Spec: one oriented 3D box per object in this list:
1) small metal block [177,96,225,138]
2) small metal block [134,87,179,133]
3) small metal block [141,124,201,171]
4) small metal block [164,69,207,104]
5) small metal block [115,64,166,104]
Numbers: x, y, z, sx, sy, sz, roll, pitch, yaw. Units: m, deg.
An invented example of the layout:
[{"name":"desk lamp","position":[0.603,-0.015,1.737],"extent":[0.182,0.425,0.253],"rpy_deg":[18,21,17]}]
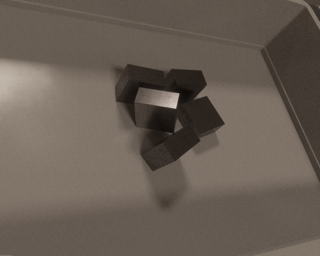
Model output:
[{"name":"small metal block","position":[0.057,-0.014,0.447],"extent":[0.050,0.025,0.050],"rpy_deg":[-20,72,-36]},{"name":"small metal block","position":[-0.004,-0.022,0.392],"extent":[0.050,0.050,0.025],"rpy_deg":[10,54,6]},{"name":"small metal block","position":[0.013,0.025,0.381],"extent":[0.050,0.050,0.025],"rpy_deg":[-33,90,-38]},{"name":"small metal block","position":[0.030,-0.058,0.443],"extent":[0.050,0.050,0.025],"rpy_deg":[-3,64,-30]},{"name":"small metal block","position":[-0.027,-0.055,0.410],"extent":[0.050,0.050,0.025],"rpy_deg":[7,59,-25]}]
